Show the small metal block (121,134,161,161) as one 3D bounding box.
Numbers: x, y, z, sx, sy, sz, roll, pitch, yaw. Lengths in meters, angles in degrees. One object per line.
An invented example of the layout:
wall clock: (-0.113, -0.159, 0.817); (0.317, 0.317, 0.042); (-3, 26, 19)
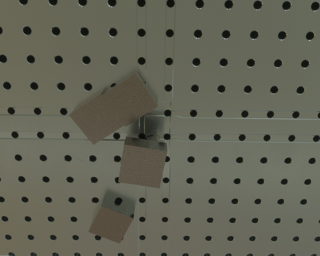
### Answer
small metal block: (-0.022, 0.036, 0.413); (0.050, 0.050, 0.025); (-23, 109, 8)

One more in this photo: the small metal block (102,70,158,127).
small metal block: (-0.037, -0.038, 0.399); (0.050, 0.025, 0.050); (-32, 108, 10)

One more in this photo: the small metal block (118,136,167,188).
small metal block: (-0.021, 0.042, 0.375); (0.050, 0.025, 0.050); (10, 109, -4)

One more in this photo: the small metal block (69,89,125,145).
small metal block: (-0.081, -0.014, 0.407); (0.050, 0.025, 0.050); (-32, 107, 11)

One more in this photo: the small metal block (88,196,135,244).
small metal block: (-0.072, 0.138, 0.463); (0.050, 0.025, 0.050); (24, 108, -9)
